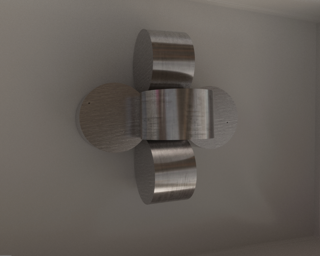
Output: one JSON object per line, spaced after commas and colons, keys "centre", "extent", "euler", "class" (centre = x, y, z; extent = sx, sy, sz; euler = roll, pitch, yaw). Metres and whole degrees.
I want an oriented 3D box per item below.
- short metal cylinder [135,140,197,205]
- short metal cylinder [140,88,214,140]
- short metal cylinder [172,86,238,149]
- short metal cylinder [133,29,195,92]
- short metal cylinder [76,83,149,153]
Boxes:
{"centre": [0.004, 0.051, 0.381], "extent": [0.050, 0.080, 0.080], "euler": [-2, 91, -21], "class": "short metal cylinder"}
{"centre": [0.019, -0.014, 0.339], "extent": [0.081, 0.080, 0.050], "euler": [-1, 90, -20], "class": "short metal cylinder"}
{"centre": [0.056, -0.013, 0.415], "extent": [0.081, 0.050, 0.080], "euler": [0, 90, -20], "class": "short metal cylinder"}
{"centre": [0.002, -0.078, 0.380], "extent": [0.050, 0.080, 0.080], "euler": [-2, 91, -21], "class": "short metal cylinder"}
{"centre": [-0.058, -0.012, 0.374], "extent": [0.081, 0.050, 0.080], "euler": [0, 90, -20], "class": "short metal cylinder"}
